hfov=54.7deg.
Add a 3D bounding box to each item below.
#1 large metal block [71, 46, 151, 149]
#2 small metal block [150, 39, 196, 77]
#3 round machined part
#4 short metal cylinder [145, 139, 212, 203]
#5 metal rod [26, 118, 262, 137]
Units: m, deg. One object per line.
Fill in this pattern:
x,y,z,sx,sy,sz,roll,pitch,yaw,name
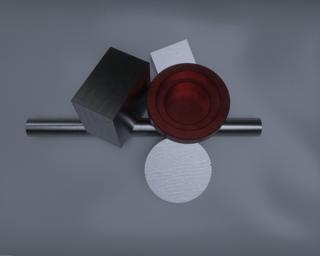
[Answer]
-0.052,-0.033,0.367,0.050,0.080,0.080,25,67,11,large metal block
0.020,-0.082,0.411,0.050,0.025,0.050,-21,90,-1,small metal block
0.033,-0.027,0.383,0.099,0.042,0.098,0,72,0,round machined part
0.022,0.050,0.397,0.081,0.050,0.079,0,90,-1,short metal cylinder
-0.020,-0.001,0.408,0.302,0.025,0.025,0,90,-1,metal rod
